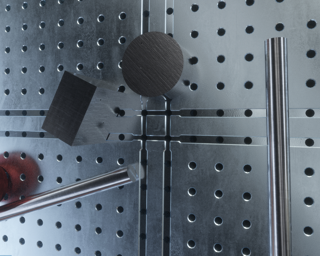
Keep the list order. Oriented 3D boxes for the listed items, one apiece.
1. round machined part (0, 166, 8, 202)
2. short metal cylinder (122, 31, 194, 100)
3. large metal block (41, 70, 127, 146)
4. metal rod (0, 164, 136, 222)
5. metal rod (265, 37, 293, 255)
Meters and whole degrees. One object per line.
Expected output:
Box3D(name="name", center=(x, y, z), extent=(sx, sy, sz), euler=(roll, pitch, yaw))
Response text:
Box3D(name="round machined part", center=(-0.287, 0.092, 0.499), extent=(0.098, 0.042, 0.097), euler=(-3, 83, 21))
Box3D(name="short metal cylinder", center=(-0.002, -0.077, 0.399), extent=(0.080, 0.050, 0.079), euler=(0, 90, 19))
Box3D(name="large metal block", center=(-0.099, -0.024, 0.417), extent=(0.050, 0.080, 0.080), euler=(28, 99, 17))
Box3D(name="metal rod", center=(-0.173, 0.109, 0.471), extent=(0.300, 0.025, 0.025), euler=(-19, 84, 18))
Box3D(name="metal rod", center=(0.139, 0.046, 0.363), extent=(0.025, 0.025, 0.298), euler=(-1, 90, 19))
